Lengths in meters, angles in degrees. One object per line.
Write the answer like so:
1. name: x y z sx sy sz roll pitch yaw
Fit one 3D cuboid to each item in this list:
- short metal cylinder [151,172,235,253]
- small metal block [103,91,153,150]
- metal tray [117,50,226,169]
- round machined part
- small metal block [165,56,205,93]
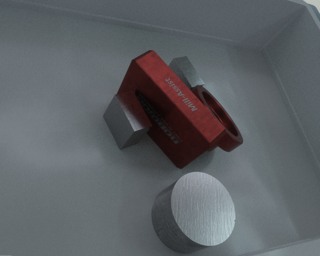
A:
1. short metal cylinder: 0.037 0.096 0.352 0.081 0.050 0.080 14 56 -21
2. small metal block: -0.041 -0.009 0.374 0.025 0.050 0.050 -18 72 -35
3. metal tray: 0.008 -0.019 0.378 0.030 0.090 0.130 -39 84 -32
4. round machined part: 0.065 -0.007 0.418 0.098 0.042 0.098 43 22 -21
5. small metal block: 0.030 -0.067 0.449 0.025 0.050 0.050 -20 73 -36
